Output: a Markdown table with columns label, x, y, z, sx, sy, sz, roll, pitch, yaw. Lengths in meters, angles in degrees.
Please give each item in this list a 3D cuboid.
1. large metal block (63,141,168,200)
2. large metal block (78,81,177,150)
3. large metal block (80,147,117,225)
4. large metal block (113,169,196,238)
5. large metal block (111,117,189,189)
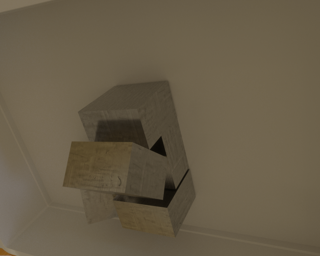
| label | x | y | z | sx | sy | sz | roll | pitch | yaw |
| --- | --- | --- | --- | --- | --- | --- | --- | --- | --- |
| large metal block | -0.047 | 0.049 | 0.352 | 0.080 | 0.080 | 0.050 | -1 | 73 | 28 |
| large metal block | -0.036 | -0.016 | 0.378 | 0.080 | 0.080 | 0.050 | -1 | 118 | 28 |
| large metal block | -0.092 | 0.079 | 0.456 | 0.050 | 0.080 | 0.079 | -11 | 123 | -15 |
| large metal block | -0.005 | 0.098 | 0.432 | 0.080 | 0.080 | 0.050 | 1 | 119 | 27 |
| large metal block | -0.014 | 0.032 | 0.419 | 0.080 | 0.050 | 0.080 | -1 | 118 | 28 |
